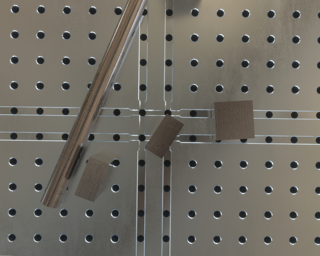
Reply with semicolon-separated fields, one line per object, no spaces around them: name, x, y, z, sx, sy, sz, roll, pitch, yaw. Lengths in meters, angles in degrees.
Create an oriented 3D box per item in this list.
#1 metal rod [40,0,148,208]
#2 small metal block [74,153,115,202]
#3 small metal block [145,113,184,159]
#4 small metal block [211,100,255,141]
metal rod;-0.087;-0.036;0.412;0.025;0.025;0.299;23;90;-1
small metal block;-0.083;0.062;0.400;0.025;0.050;0.050;22;90;0
small metal block;0.005;0.010;0.401;0.025;0.050;0.050;33;90;0
small metal block;0.097;-0.010;0.415;0.050;0.025;0.050;-3;90;-1
